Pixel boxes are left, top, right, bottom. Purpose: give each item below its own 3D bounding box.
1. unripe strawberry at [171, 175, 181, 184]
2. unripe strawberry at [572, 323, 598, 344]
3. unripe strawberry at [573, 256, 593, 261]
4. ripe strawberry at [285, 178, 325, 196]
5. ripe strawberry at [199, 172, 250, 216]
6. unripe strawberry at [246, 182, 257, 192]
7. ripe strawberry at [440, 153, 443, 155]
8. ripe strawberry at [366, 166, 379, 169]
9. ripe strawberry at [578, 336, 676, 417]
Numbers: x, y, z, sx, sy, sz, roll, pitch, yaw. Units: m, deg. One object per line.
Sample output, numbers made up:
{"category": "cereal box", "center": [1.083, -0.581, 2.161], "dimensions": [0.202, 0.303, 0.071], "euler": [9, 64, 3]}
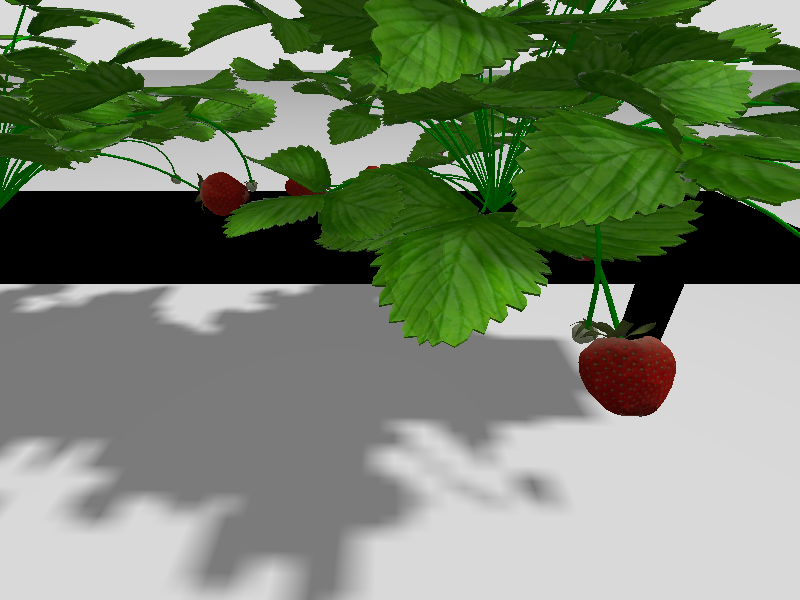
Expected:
{"category": "unripe strawberry", "center": [-0.242, -0.130, 0.433], "dimensions": [0.010, 0.010, 0.009], "euler": [-20, 37, -30]}
{"category": "unripe strawberry", "center": [0.082, 0.015, 0.178], "dimensions": [0.011, 0.010, 0.010], "euler": [0, 32, 1]}
{"category": "unripe strawberry", "center": [0.128, -0.040, 0.267], "dimensions": [0.035, 0.032, 0.032], "euler": [-13, 34, -20]}
{"category": "ripe strawberry", "center": [-0.087, -0.106, 0.371], "dimensions": [0.036, 0.036, 0.040], "euler": [3, 32, 6]}
{"category": "ripe strawberry", "center": [-0.150, -0.091, 0.346], "dimensions": [0.037, 0.036, 0.040], "euler": [1, 32, 1]}
{"category": "unripe strawberry", "center": [-0.137, -0.105, 0.371], "dimensions": [0.010, 0.010, 0.009], "euler": [-3, 32, -5]}
{"category": "ripe strawberry", "center": [0.045, -0.198, 0.532], "dimensions": [0.027, 0.024, 0.024], "euler": [-6, 18, -9]}
{"category": "ripe strawberry", "center": [-0.030, -0.127, 0.416], "dimensions": [0.025, 0.024, 0.027], "euler": [17, 36, 27]}
{"category": "ripe strawberry", "center": [0.088, 0.030, 0.157], "dimensions": [0.034, 0.031, 0.030], "euler": [-1, -22, -1]}
